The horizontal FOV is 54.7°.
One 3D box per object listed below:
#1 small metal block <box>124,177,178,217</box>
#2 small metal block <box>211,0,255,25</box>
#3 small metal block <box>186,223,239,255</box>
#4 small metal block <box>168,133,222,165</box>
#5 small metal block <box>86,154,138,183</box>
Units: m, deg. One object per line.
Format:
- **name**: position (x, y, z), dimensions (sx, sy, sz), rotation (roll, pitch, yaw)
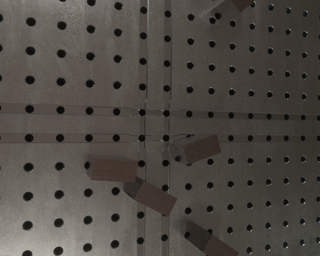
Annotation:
- **small metal block**: position (-0.013, 0.085, 0.396), dimensions (0.050, 0.050, 0.025), rotation (31, 80, -18)
- **small metal block**: position (0.109, -0.179, 0.441), dimensions (0.050, 0.050, 0.025), rotation (-43, 104, -15)
- **small metal block**: position (0.071, 0.162, 0.427), dimensions (0.050, 0.050, 0.025), rotation (38, 78, -17)
- **small metal block**: position (0.046, 0.027, 0.418), dimensions (0.050, 0.050, 0.025), rotation (-17, 96, -20)
- **small metal block**: position (-0.060, 0.049, 0.378), dimensions (0.050, 0.050, 0.025), rotation (7, 88, -20)
